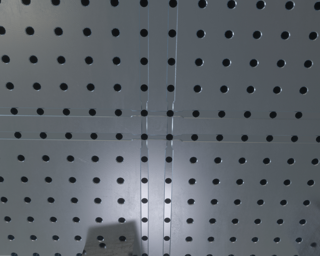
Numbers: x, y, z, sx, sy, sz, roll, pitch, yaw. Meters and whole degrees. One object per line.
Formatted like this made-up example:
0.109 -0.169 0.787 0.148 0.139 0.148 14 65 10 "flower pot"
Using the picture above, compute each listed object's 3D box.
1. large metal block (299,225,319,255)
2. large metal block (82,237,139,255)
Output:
0.278 0.193 0.473 0.080 0.050 0.080 19 109 -7 "large metal block"
-0.073 0.225 0.482 0.080 0.050 0.080 -10 110 3 "large metal block"
